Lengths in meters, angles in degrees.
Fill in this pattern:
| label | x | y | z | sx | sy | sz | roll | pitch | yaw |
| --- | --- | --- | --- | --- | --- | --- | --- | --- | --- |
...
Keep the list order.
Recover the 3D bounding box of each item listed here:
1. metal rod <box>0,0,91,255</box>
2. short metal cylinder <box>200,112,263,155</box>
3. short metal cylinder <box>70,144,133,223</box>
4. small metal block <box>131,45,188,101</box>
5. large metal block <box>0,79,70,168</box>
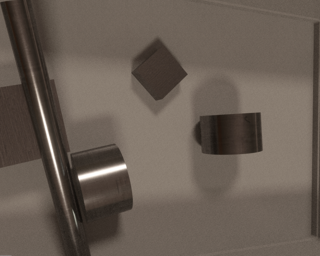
| label | x | y | z | sx | sy | sz | roll | pitch | yaw |
| --- | --- | --- | --- | --- | --- | --- | --- | --- | --- |
| metal rod | -0.108 | 0.030 | 0.317 | 0.025 | 0.025 | 0.298 | -14 | 111 | -20 |
| short metal cylinder | 0.095 | 0.006 | 0.418 | 0.081 | 0.080 | 0.050 | -4 | 92 | -20 |
| short metal cylinder | -0.068 | 0.062 | 0.357 | 0.050 | 0.080 | 0.079 | -13 | 95 | -20 |
| small metal block | -0.001 | -0.072 | 0.411 | 0.050 | 0.025 | 0.050 | -46 | 105 | -15 |
| large metal block | -0.151 | -0.005 | 0.342 | 0.081 | 0.050 | 0.080 | -13 | 95 | -20 |
